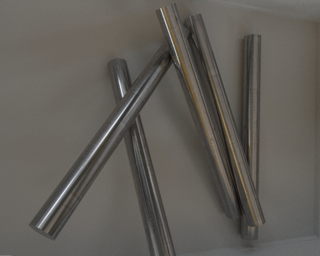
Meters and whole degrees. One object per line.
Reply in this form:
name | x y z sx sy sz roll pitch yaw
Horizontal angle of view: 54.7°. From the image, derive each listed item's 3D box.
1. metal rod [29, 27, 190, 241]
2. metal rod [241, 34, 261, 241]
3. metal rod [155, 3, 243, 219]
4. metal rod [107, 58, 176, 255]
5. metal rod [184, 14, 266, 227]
metal rod | -0.034 -0.021 0.339 0.025 0.025 0.301 41 55 -15
metal rod | 0.135 0.013 0.459 0.025 0.025 0.298 1 90 -20
metal rod | 0.057 -0.008 0.404 0.025 0.025 0.299 -27 109 -18
metal rod | -0.017 0.054 0.339 0.025 0.025 0.299 -8 68 -20
metal rod | 0.090 -0.010 0.430 0.025 0.025 0.298 -18 91 -19
